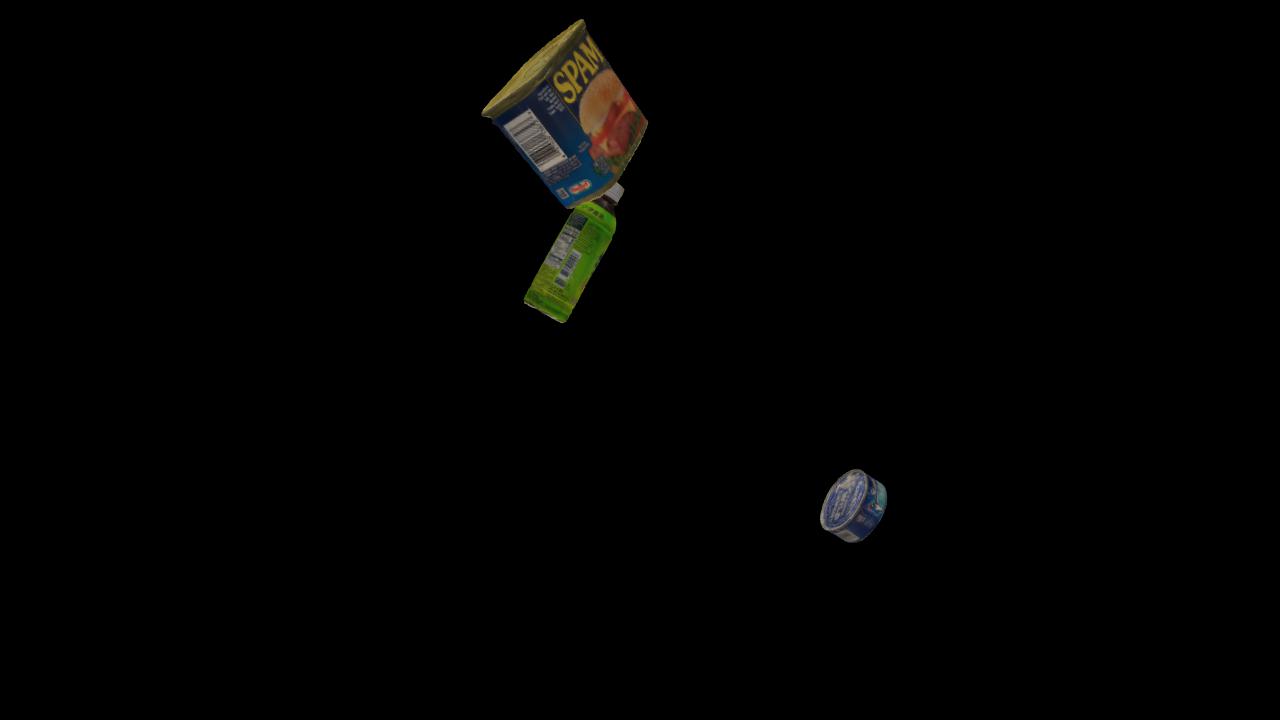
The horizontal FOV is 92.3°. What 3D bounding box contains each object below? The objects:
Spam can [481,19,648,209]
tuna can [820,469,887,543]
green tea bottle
[{"bbox_3d":[-0.047,-0.168,0.427,0.058,0.101,0.085,-14,-50,38],"label":"Spam can"},{"bbox_3d":[0.256,0.176,0.738,0.034,0.084,0.084,33,-3,-4],"label":"tuna can"},{"bbox_3d":[-0.086,-0.158,0.873,0.073,0.212,0.073,30,2,-1],"label":"green tea bottle"}]
